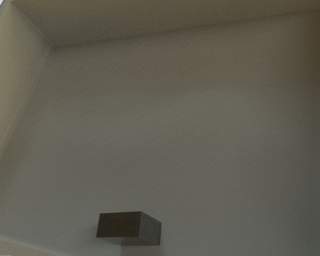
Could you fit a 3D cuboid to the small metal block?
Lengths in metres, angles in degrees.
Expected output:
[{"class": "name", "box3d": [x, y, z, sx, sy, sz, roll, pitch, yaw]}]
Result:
[{"class": "small metal block", "box3d": [-0.032, 0.111, 0.337, 0.050, 0.050, 0.025, -9, 58, 23]}]
